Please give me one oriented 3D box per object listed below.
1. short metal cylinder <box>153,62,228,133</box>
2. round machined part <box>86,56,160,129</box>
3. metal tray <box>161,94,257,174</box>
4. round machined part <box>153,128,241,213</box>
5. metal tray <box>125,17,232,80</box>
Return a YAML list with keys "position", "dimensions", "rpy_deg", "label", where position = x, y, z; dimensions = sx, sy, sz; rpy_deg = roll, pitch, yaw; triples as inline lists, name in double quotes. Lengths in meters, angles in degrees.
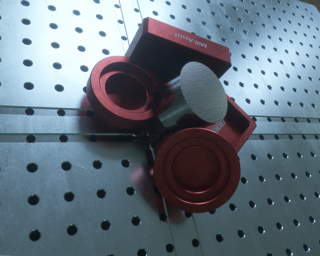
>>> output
- position: [0.038, -0.035, 0.388]
  dimensions: [0.081, 0.050, 0.080]
  rpy_deg: [18, 60, -34]
  label: "short metal cylinder"
- position: [-0.046, -0.041, 0.399]
  dimensions: [0.099, 0.042, 0.098]
  rpy_deg: [14, 56, -21]
  label: "round machined part"
- position: [0.074, 0.004, 0.444]
  dimensions: [0.090, 0.030, 0.131]
  rpy_deg: [45, 51, 3]
  label: "metal tray"
- position: [0.043, 0.048, 0.371]
  dimensions: [0.099, 0.042, 0.097]
  rpy_deg: [0, 92, 5]
  label: "round machined part"
- position: [0.022, -0.093, 0.436]
  dimensions: [0.131, 0.090, 0.030]
  rpy_deg: [14, 56, -21]
  label: "metal tray"
